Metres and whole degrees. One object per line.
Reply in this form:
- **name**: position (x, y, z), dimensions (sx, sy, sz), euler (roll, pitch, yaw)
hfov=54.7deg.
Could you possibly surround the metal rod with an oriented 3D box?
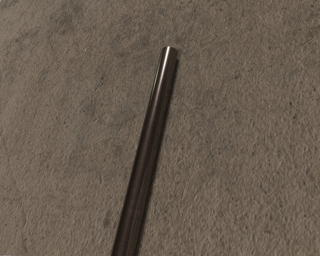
- **metal rod**: position (-0.014, 0.018, 0.398), dimensions (0.025, 0.025, 0.299), euler (-2, 61, 27)
